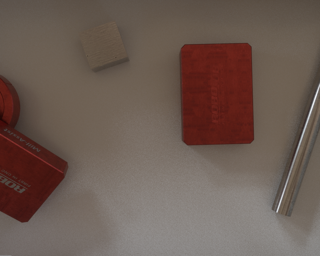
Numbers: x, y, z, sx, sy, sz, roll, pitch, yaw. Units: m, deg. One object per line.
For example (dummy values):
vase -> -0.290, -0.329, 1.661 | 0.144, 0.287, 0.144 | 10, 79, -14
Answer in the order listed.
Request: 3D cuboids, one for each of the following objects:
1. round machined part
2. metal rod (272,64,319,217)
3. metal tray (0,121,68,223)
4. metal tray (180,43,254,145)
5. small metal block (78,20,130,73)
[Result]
round machined part -> -0.229, -0.026, 0.400 | 0.099, 0.042, 0.097 | 0, 90, -1
metal rod -> 0.209, -0.028, 0.414 | 0.025, 0.025, 0.298 | 19, 90, -1
metal tray -> -0.194, 0.048, 0.379 | 0.130, 0.030, 0.090 | 37, 102, -18
metal tray -> 0.074, -0.043, 0.410 | 0.091, 0.030, 0.129 | -2, 90, -1
small metal block -> -0.073, -0.107, 0.410 | 0.050, 0.025, 0.050 | -19, 90, -1
